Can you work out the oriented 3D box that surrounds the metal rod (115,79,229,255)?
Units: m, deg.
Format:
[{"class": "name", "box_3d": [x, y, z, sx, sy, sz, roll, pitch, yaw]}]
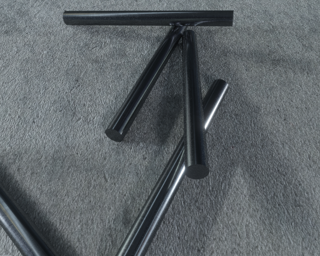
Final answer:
[{"class": "metal rod", "box_3d": [0.023, 0.042, 0.368, 0.025, 0.025, 0.301, 21, 53, 16]}]

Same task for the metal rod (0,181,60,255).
[{"class": "metal rod", "box_3d": [-0.143, 0.101, 0.316, 0.300, 0.025, 0.025, 37, 59, 26]}]

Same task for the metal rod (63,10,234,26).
[{"class": "metal rod", "box_3d": [-0.027, -0.191, 0.538, 0.301, 0.025, 0.025, 5, 50, 14]}]

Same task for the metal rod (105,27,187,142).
[{"class": "metal rod", "box_3d": [-0.006, -0.098, 0.485, 0.025, 0.025, 0.301, 16, 52, 13]}]

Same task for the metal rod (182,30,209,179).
[{"class": "metal rod", "box_3d": [0.044, -0.057, 0.428, 0.025, 0.025, 0.300, 2, 43, 1]}]
